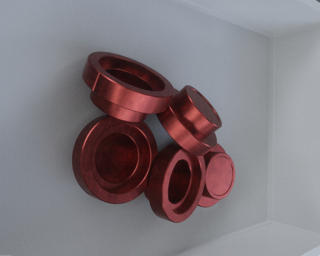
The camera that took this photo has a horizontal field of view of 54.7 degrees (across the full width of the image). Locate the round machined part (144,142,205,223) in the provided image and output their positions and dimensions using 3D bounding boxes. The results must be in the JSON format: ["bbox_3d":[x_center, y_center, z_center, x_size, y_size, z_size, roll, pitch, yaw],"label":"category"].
[{"bbox_3d":[0.016,0.066,0.393,0.099,0.042,0.097,-13,107,-52],"label":"round machined part"}]

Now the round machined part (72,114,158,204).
[{"bbox_3d":[-0.053,0.033,0.349,0.099,0.042,0.097,0,90,-40],"label":"round machined part"}]

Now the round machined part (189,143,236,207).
[{"bbox_3d":[0.074,0.068,0.458,0.099,0.042,0.097,0,90,-40],"label":"round machined part"}]

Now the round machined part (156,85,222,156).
[{"bbox_3d":[0.041,-0.016,0.394,0.098,0.042,0.098,39,25,-22],"label":"round machined part"}]

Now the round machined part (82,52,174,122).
[{"bbox_3d":[-0.037,-0.042,0.340,0.099,0.098,0.042,3,124,-40],"label":"round machined part"}]
